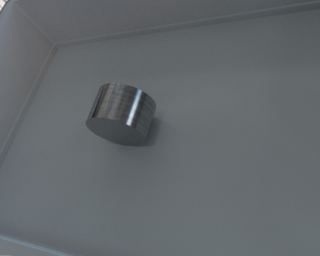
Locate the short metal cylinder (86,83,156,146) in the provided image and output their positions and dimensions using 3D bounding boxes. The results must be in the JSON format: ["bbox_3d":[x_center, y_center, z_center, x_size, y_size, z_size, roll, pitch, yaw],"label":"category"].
[{"bbox_3d":[-0.050,-0.016,0.407,0.080,0.080,0.050,2,63,29],"label":"short metal cylinder"}]
